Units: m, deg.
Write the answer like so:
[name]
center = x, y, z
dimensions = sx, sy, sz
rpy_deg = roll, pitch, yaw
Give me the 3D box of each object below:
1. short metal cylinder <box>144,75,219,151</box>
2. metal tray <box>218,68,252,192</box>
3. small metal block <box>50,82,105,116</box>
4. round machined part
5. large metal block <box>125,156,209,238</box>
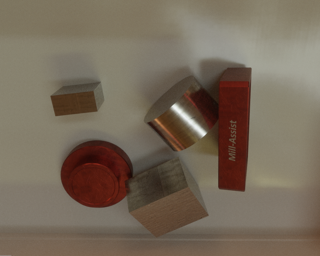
[short metal cylinder]
center = 0.027, -0.018, 0.376
dimensions = 0.080, 0.080, 0.050
rpy_deg = -41, 106, 13
[metal tray]
center = 0.091, -0.001, 0.374
dimensions = 0.030, 0.090, 0.129
rpy_deg = 3, 111, 17
[small metal block]
center = -0.100, -0.037, 0.383
dimensions = 0.050, 0.050, 0.025
rpy_deg = -6, 110, 2
[round machined part]
center = -0.088, 0.070, 0.427
dimensions = 0.099, 0.042, 0.097
rpy_deg = 0, 110, -1
[large metal block]
center = 0.010, 0.095, 0.418
dimensions = 0.080, 0.050, 0.080
rpy_deg = -25, 132, 8
